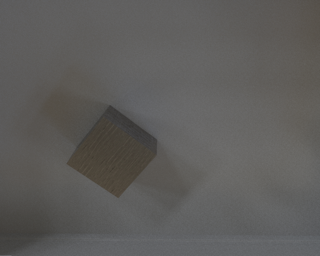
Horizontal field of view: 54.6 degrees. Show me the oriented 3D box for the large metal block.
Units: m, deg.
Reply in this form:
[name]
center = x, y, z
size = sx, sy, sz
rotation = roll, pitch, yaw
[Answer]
[large metal block]
center = -0.060, 0.030, 0.409
size = 0.080, 0.050, 0.080
rotation = 37, 106, -13
